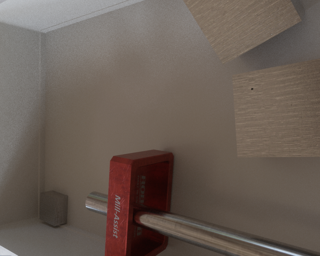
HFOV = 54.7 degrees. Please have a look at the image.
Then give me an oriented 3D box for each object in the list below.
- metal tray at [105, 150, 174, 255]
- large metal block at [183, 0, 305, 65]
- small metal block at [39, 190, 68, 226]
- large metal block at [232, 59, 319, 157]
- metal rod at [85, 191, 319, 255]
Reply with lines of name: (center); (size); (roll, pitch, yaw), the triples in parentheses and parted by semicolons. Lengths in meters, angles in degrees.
metal tray: (-0.023, 0.096, 0.376); (0.030, 0.091, 0.129); (7, 95, 33)
large metal block: (0.081, -0.122, 0.301); (0.080, 0.050, 0.080); (-26, 104, 37)
small metal block: (-0.194, 0.145, 0.563); (0.050, 0.025, 0.050); (5, 93, 39)
large metal block: (0.119, -0.014, 0.292); (0.080, 0.050, 0.080); (-5, 87, 39)
metal rod: (0.035, 0.104, 0.309); (0.300, 0.025, 0.025); (5, 93, 36)
